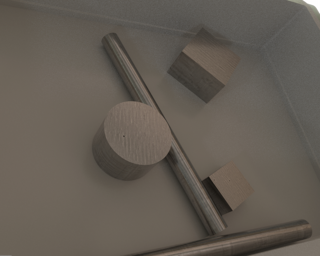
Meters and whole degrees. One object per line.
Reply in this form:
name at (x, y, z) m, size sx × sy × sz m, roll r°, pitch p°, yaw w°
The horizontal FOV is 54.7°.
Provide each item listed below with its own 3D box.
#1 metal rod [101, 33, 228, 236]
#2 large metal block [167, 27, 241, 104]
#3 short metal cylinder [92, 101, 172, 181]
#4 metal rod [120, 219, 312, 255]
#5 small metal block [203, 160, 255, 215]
metal rod at (-0.001, -0.003, 0.407) m, size 0.025 × 0.025 × 0.299 m, roll -19°, pitch 72°, yaw -36°
large metal block at (0.071, -0.100, 0.491) m, size 0.080 × 0.050 × 0.080 m, roll 38°, pitch 51°, yaw -3°
short metal cylinder at (-0.033, 0.016, 0.363) m, size 0.081 × 0.050 × 0.080 m, roll 14°, pitch 56°, yaw -21°
metal rod at (0.053, 0.135, 0.342) m, size 0.303 × 0.025 × 0.025 m, roll -1°, pitch 62°, yaw -25°
small metal block at (0.088, 0.078, 0.407) m, size 0.050 × 0.025 × 0.050 m, roll -26°, pitch 76°, yaw -37°
